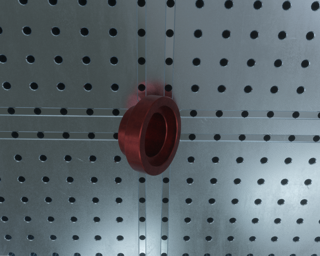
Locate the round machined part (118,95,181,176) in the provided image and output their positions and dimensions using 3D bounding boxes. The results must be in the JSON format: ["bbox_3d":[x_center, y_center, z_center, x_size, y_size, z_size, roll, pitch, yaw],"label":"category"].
[{"bbox_3d":[-0.015,0.007,0.386,0.042,0.099,0.097,10,114,30],"label":"round machined part"}]
